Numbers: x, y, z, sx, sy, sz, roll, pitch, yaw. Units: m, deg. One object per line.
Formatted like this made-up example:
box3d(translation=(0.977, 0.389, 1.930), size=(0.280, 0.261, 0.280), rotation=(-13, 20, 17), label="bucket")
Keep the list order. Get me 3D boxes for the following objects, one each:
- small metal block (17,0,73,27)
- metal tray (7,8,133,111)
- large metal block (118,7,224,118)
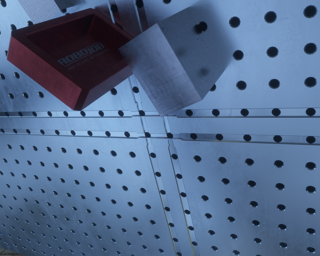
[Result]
box3d(translation=(-0.146, -0.160, 0.387), size=(0.050, 0.025, 0.050), rotation=(-22, 107, 36), label="small metal block")
box3d(translation=(-0.080, -0.081, 0.334), size=(0.090, 0.131, 0.030), rotation=(37, 129, 3), label="metal tray")
box3d(translation=(0.016, -0.070, 0.323), size=(0.050, 0.080, 0.080), rotation=(-22, 107, 36), label="large metal block")
